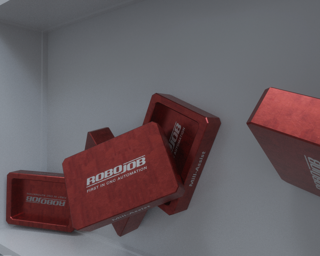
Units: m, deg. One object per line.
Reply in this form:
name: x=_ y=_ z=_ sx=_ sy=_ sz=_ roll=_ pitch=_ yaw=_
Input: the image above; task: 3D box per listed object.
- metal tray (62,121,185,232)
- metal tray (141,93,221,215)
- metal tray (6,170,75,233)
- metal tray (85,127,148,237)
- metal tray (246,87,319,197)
metal tray: x=-0.046 y=0.058 z=0.369 sx=0.130 sy=0.030 sz=0.090 roll=-23 pitch=64 yaw=9
metal tray: x=0.012 y=0.031 z=0.393 sx=0.090 sy=0.030 sz=0.129 roll=30 pitch=109 yaw=36
metal tray: x=-0.198 y=0.123 z=0.532 sx=0.131 sy=0.030 sz=0.089 roll=3 pitch=92 yaw=14
metal tray: x=-0.066 y=0.074 z=0.436 sx=0.130 sy=0.030 sz=0.089 roll=54 pitch=143 yaw=27
metal tray: x=0.128 y=0.025 z=0.231 sx=0.090 sy=0.130 sz=0.030 roll=23 pitch=78 yaw=40
